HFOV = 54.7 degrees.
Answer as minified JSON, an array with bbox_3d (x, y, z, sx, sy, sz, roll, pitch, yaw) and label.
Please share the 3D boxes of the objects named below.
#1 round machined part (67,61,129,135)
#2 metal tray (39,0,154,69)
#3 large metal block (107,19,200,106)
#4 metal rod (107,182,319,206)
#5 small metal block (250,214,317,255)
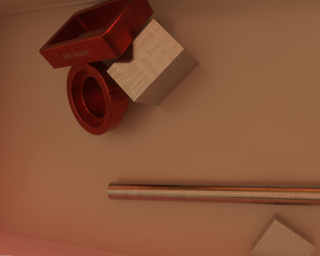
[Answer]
[{"bbox_3d":[-0.079,-0.043,0.414,0.098,0.042,0.097,20,120,39],"label":"round machined part"},{"bbox_3d":[-0.082,-0.121,0.388,0.130,0.030,0.090,1,51,39],"label":"metal tray"},{"bbox_3d":[-0.005,-0.075,0.382,0.080,0.080,0.050,-45,77,14],"label":"large metal block"},{"bbox_3d":[0.075,0.080,0.383,0.301,0.025,0.025,-3,89,19],"label":"metal rod"},{"bbox_3d":[0.142,0.138,0.360,0.050,0.025,0.050,34,101,16],"label":"small metal block"}]
